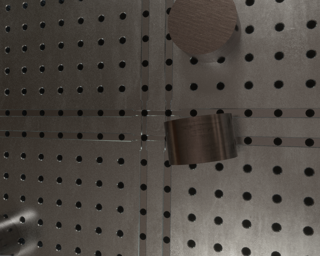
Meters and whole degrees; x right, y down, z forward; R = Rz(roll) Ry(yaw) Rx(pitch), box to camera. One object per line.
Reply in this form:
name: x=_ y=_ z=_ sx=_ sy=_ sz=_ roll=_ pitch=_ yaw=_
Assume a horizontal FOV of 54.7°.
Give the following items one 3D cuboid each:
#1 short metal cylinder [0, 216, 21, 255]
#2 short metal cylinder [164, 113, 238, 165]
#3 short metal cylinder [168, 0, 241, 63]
short metal cylinder: x=-0.273 y=0.186 z=0.493 sx=0.080 sy=0.050 sz=0.079 roll=0 pitch=90 yaw=19
short metal cylinder: x=0.048 y=0.013 z=0.366 sx=0.080 sy=0.080 sz=0.050 roll=-8 pitch=87 yaw=19
short metal cylinder: x=0.056 y=-0.124 z=0.379 sx=0.080 sy=0.050 sz=0.079 roll=0 pitch=90 yaw=19
